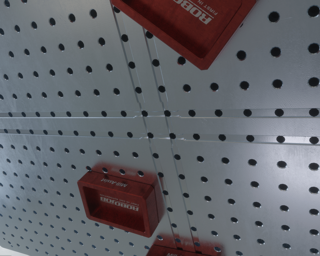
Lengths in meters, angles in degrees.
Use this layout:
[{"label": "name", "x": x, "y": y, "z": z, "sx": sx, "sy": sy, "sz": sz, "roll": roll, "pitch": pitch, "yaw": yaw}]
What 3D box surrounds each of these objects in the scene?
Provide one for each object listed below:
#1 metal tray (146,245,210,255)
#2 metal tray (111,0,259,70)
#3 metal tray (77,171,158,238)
[{"label": "metal tray", "x": 0.044, "y": 0.259, "z": 0.544, "sx": 0.130, "sy": 0.030, "sz": 0.090, "roll": -1, "pitch": 118, "yaw": 28}, {"label": "metal tray", "x": 0.022, "y": -0.132, "z": 0.314, "sx": 0.130, "sy": 0.030, "sz": 0.089, "roll": 37, "pitch": 129, "yaw": 3}, {"label": "metal tray", "x": -0.071, "y": 0.128, "z": 0.524, "sx": 0.130, "sy": 0.030, "sz": 0.089, "roll": 9, "pitch": 122, "yaw": 23}]
